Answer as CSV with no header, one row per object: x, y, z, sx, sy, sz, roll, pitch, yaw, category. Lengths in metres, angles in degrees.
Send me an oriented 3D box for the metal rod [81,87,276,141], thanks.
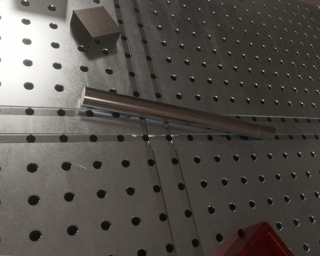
0.042,-0.015,0.441,0.302,0.025,0.025,10,58,-23,metal rod

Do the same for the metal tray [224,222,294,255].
0.135,0.190,0.363,0.091,0.030,0.130,-31,79,-38,metal tray

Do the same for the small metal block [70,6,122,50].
-0.093,-0.146,0.448,0.050,0.025,0.050,-27,77,-37,small metal block
